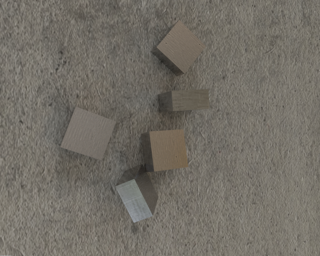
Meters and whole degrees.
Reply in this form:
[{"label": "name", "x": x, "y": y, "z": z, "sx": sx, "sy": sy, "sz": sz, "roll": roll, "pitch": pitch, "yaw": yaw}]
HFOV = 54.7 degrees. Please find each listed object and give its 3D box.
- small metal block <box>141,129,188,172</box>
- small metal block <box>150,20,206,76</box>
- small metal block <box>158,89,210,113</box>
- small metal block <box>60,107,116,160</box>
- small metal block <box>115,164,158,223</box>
[{"label": "small metal block", "x": 0.006, "y": 0.029, "z": 0.403, "sx": 0.050, "sy": 0.025, "sz": 0.050, "roll": -3, "pitch": 82, "yaw": -29}, {"label": "small metal block", "x": 0.025, "y": -0.107, "z": 0.418, "sx": 0.050, "sy": 0.025, "sz": 0.050, "roll": 41, "pitch": 77, "yaw": -16}, {"label": "small metal block", "x": 0.030, "y": -0.035, "z": 0.407, "sx": 0.050, "sy": 0.050, "sz": 0.025, "roll": -5, "pitch": 92, "yaw": -20}, {"label": "small metal block", "x": -0.088, "y": 0.007, "z": 0.376, "sx": 0.050, "sy": 0.025, "sz": 0.050, "roll": 21, "pitch": 83, "yaw": -19}, {"label": "small metal block", "x": -0.027, "y": 0.079, "z": 0.383, "sx": 0.025, "sy": 0.050, "sz": 0.050, "roll": -23, "pitch": 99, "yaw": 12}]
